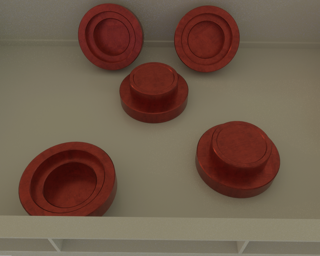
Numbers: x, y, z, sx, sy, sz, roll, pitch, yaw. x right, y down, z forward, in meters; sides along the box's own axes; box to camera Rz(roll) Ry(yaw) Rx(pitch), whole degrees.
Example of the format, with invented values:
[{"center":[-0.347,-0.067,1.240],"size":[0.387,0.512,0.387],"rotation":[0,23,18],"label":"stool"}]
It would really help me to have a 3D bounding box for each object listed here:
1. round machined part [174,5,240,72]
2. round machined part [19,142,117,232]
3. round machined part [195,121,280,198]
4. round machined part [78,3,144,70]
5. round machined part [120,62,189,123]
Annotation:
[{"center":[0.071,-0.138,0.487],"size":[0.099,0.097,0.042],"rotation":[2,14,1],"label":"round machined part"},{"center":[-0.096,0.066,0.338],"size":[0.099,0.042,0.098],"rotation":[0,50,0],"label":"round machined part"},{"center":[0.093,0.030,0.369],"size":[0.099,0.042,0.098],"rotation":[0,50,0],"label":"round machined part"},{"center":[-0.074,-0.143,0.486],"size":[0.099,0.097,0.042],"rotation":[3,21,3],"label":"round machined part"},{"center":[-0.008,-0.057,0.442],"size":[0.099,0.042,0.098],"rotation":[0,50,0],"label":"round machined part"}]
